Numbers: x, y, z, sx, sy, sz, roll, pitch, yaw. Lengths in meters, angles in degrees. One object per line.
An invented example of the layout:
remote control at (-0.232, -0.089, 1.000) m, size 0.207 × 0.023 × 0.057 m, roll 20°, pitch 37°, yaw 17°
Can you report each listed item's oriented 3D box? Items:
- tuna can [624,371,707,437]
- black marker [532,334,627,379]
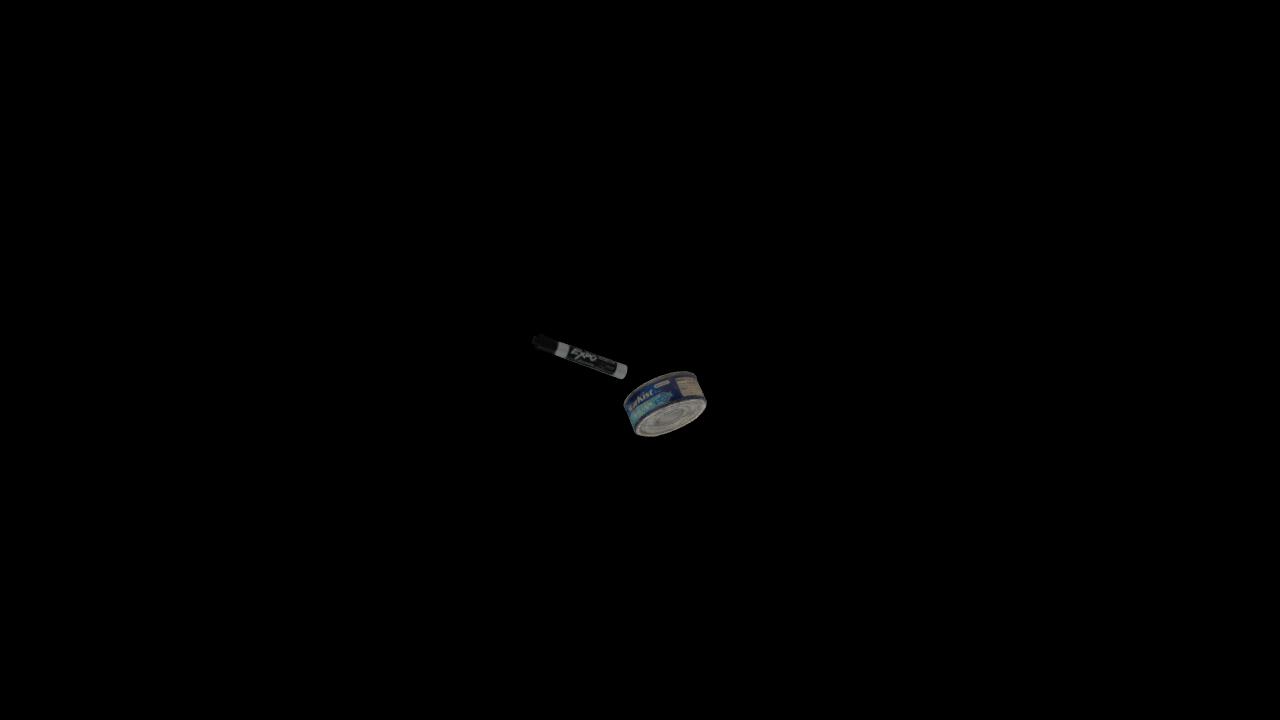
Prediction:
tuna can at (0.027, 0.048, 0.647) m, size 0.084 × 0.034 × 0.084 m, roll -18°, pitch -26°, yaw -9°
black marker at (-0.071, -0.004, 0.727) m, size 0.121 × 0.020 × 0.020 m, roll 21°, pitch -9°, yaw -25°
